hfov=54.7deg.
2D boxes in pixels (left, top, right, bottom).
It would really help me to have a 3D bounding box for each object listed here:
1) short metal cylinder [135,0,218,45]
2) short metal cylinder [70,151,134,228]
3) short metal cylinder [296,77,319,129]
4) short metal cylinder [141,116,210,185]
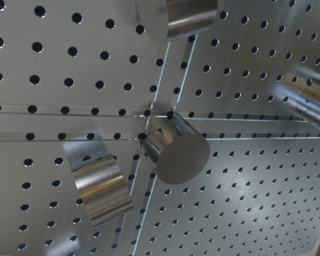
[{"bbox_3d":[0.013,-0.128,0.303,0.050,0.080,0.080,-21,127,-16],"label":"short metal cylinder"},{"bbox_3d":[-0.072,0.075,0.383,0.050,0.080,0.080,-22,127,-15],"label":"short metal cylinder"},{"bbox_3d":[0.280,-0.040,0.523,0.081,0.050,0.079,-14,124,-21],"label":"short metal cylinder"},{"bbox_3d":[0.021,0.030,0.425,0.081,0.050,0.079,-14,124,-21],"label":"short metal cylinder"}]
